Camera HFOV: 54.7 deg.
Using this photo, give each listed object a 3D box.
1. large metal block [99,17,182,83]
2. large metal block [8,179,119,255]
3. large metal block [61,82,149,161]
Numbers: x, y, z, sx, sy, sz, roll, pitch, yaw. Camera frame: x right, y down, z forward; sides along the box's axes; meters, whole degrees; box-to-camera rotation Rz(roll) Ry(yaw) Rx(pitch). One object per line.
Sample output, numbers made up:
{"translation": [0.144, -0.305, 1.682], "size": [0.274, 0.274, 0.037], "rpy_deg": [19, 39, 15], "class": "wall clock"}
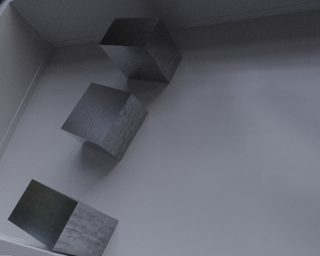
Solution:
{"translation": [-0.026, -0.112, 0.451], "size": [0.080, 0.080, 0.050], "rpy_deg": [12, 68, 33], "class": "large metal block"}
{"translation": [-0.110, 0.107, 0.360], "size": [0.080, 0.080, 0.050], "rpy_deg": [14, 69, 33], "class": "large metal block"}
{"translation": [-0.077, -0.011, 0.435], "size": [0.080, 0.050, 0.080], "rpy_deg": [18, 71, 34], "class": "large metal block"}
